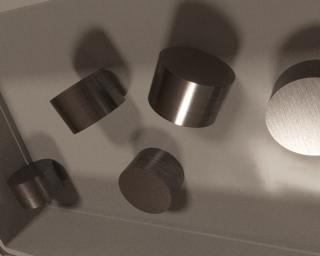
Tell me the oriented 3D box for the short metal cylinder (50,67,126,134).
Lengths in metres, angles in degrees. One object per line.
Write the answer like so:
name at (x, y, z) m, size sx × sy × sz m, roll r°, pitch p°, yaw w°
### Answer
short metal cylinder at (-0.092, -0.035, 0.398) m, size 0.080 × 0.080 × 0.050 m, roll -24°, pitch 106°, yaw 36°

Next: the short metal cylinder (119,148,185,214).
short metal cylinder at (-0.011, 0.075, 0.444) m, size 0.080 × 0.050 × 0.079 m, roll 13°, pitch 124°, yaw 20°

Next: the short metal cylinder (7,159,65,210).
short metal cylinder at (-0.217, 0.097, 0.544) m, size 0.080 × 0.080 × 0.050 m, roll -7°, pitch 115°, yaw 31°

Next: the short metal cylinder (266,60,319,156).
short metal cylinder at (0.149, -0.020, 0.302) m, size 0.080 × 0.050 × 0.079 m, roll 13°, pitch 124°, yaw 20°

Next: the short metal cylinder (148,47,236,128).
short metal cylinder at (0.032, -0.045, 0.328) m, size 0.080 × 0.080 × 0.050 m, roll 26°, pitch 127°, yaw 11°
